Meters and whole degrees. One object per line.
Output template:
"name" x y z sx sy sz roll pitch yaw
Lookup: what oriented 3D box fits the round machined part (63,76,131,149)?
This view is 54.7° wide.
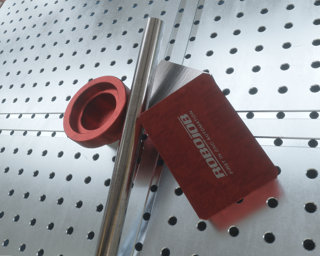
"round machined part" -0.075 -0.017 0.407 0.098 0.042 0.098 -15 55 23

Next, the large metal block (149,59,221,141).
"large metal block" 0.020 -0.033 0.398 0.080 0.050 0.080 25 75 36

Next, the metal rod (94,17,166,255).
"metal rod" -0.034 0.015 0.362 0.025 0.025 0.299 6 80 31

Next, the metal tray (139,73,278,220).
"metal tray" 0.049 0.018 0.331 0.090 0.030 0.130 -34 76 6

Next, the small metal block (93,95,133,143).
"small metal block" -0.069 -0.013 0.449 0.050 0.025 0.050 -20 54 16
